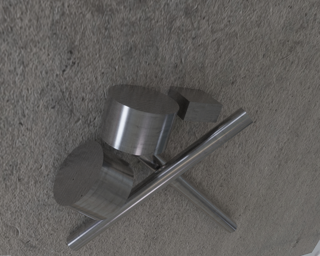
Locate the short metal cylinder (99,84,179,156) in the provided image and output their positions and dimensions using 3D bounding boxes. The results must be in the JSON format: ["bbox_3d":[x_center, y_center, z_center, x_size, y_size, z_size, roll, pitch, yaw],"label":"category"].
[{"bbox_3d":[-0.024,-0.011,0.352,0.081,0.080,0.050,2,117,-30],"label":"short metal cylinder"}]

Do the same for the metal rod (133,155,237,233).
[{"bbox_3d":[0.055,0.109,0.504,0.025,0.025,0.300,-44,130,2],"label":"metal rod"}]

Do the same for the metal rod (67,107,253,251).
[{"bbox_3d":[-0.006,0.074,0.418,0.300,0.025,0.025,-38,130,9],"label":"metal rod"}]

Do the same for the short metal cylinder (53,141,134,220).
[{"bbox_3d":[-0.079,0.062,0.367,0.080,0.080,0.050,-46,129,4],"label":"short metal cylinder"}]

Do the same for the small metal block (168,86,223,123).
[{"bbox_3d":[0.043,-0.030,0.395,0.050,0.050,0.025,3,117,-30],"label":"small metal block"}]
